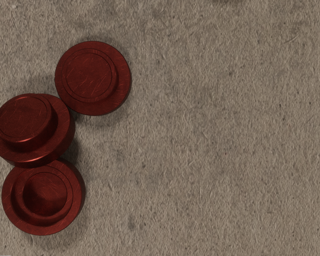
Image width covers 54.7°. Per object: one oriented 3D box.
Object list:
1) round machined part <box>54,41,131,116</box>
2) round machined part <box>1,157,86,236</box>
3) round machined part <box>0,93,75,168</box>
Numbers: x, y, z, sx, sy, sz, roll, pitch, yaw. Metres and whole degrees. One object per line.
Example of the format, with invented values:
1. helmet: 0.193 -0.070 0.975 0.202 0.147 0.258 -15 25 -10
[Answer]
1. round machined part: -0.088 -0.065 0.400 0.099 0.042 0.097 0 90 -1
2. round machined part: -0.145 0.083 0.400 0.099 0.042 0.097 0 90 -1
3. round machined part: -0.158 -0.004 0.378 0.099 0.042 0.098 -2 60 3
